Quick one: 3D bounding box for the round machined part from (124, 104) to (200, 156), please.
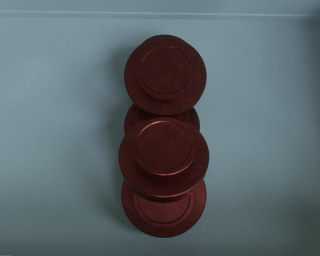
[{"bbox_3d":[0.003,-0.004,0.401,0.099,0.042,0.098,0,69,0],"label":"round machined part"}]

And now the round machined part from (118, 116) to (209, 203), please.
[{"bbox_3d":[0.004,0.027,0.335,0.099,0.042,0.098,0,59,0],"label":"round machined part"}]

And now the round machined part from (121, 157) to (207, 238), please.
[{"bbox_3d":[0.004,0.077,0.356,0.099,0.042,0.097,0,85,0],"label":"round machined part"}]

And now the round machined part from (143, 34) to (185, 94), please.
[{"bbox_3d":[0.006,-0.089,0.420,0.099,0.042,0.098,0,54,0],"label":"round machined part"}]

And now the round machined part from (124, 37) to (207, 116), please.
[{"bbox_3d":[0.006,-0.062,0.367,0.099,0.042,0.097,0,82,0],"label":"round machined part"}]
